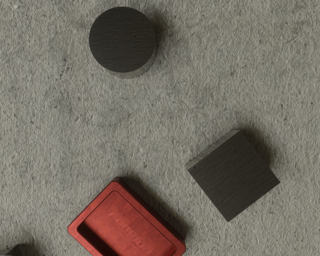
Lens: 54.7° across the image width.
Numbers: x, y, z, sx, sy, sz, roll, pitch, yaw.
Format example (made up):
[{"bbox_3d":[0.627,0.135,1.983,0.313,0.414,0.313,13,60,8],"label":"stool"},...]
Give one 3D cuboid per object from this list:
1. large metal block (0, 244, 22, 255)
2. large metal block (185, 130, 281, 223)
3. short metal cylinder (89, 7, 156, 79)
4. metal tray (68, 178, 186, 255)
[{"bbox_3d":[-0.217,0.209,0.396,0.080,0.050,0.080,-21,90,0],"label":"large metal block"},{"bbox_3d":[0.089,0.058,0.398,0.080,0.050,0.080,-37,90,0],"label":"large metal block"},{"bbox_3d":[-0.045,-0.106,0.397,0.081,0.050,0.080,0,90,0],"label":"short metal cylinder"},{"bbox_3d":[-0.042,0.141,0.407,0.130,0.030,0.090,44,90,0],"label":"metal tray"}]
